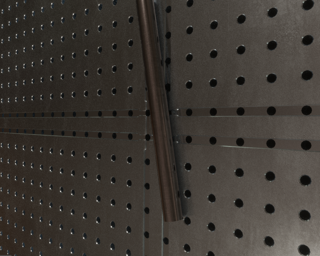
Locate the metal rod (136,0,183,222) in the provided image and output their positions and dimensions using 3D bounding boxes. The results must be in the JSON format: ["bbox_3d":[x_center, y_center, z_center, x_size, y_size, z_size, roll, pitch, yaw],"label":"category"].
[{"bbox_3d":[-0.002,-0.031,0.409,0.025,0.025,0.298,-12,82,39],"label":"metal rod"}]
